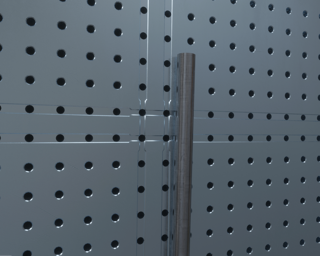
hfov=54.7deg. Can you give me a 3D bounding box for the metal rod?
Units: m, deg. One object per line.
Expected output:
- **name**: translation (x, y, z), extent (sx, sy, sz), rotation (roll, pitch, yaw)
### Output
- **metal rod**: translation (0.032, 0.048, 0.425), extent (0.025, 0.025, 0.298), rotation (2, 89, -20)
